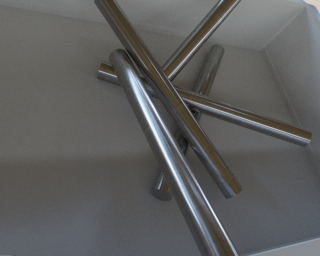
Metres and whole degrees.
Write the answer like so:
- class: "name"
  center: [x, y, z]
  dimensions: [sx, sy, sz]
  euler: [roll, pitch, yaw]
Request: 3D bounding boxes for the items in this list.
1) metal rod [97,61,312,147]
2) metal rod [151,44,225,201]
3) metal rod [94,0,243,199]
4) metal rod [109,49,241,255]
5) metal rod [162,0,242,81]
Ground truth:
- class: "metal rod"
  center: [0.064, -0.031, 0.425]
  dimensions: [0.302, 0.025, 0.025]
  euler: [18, 54, -5]
- class: "metal rod"
  center: [0.051, -0.029, 0.452]
  dimensions: [0.025, 0.025, 0.301]
  euler: [32, 51, -8]
- class: "metal rod"
  center: [0.010, -0.042, 0.393]
  dimensions: [0.025, 0.025, 0.299]
  euler: [-33, 89, -38]
- class: "metal rod"
  center: [0.000, 0.010, 0.302]
  dimensions: [0.025, 0.025, 0.300]
  euler: [0, 43, -29]
- class: "metal rod"
  center: [0.090, -0.172, 0.453]
  dimensions: [0.025, 0.025, 0.300]
  euler: [40, 86, -2]
